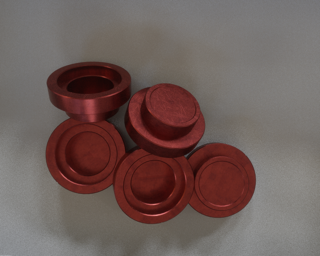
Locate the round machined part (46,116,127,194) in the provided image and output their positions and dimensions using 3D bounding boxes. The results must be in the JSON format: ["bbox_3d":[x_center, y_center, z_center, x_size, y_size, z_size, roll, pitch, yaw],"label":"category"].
[{"bbox_3d":[-0.091,0.032,0.399,0.099,0.042,0.097,0,90,-1],"label":"round machined part"}]

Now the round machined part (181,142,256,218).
[{"bbox_3d":[0.076,0.068,0.402,0.099,0.042,0.097,0,90,-1],"label":"round machined part"}]

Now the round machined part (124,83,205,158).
[{"bbox_3d":[0.010,-0.016,0.374,0.099,0.042,0.098,11,49,-13],"label":"round machined part"}]

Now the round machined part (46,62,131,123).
[{"bbox_3d":[-0.085,-0.043,0.382,0.099,0.098,0.042,3,126,-1],"label":"round machined part"}]

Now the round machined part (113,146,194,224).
[{"bbox_3d":[-0.010,0.066,0.390,0.099,0.042,0.097,-2,96,-13],"label":"round machined part"}]
